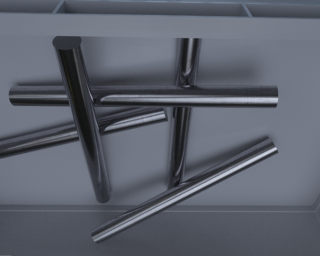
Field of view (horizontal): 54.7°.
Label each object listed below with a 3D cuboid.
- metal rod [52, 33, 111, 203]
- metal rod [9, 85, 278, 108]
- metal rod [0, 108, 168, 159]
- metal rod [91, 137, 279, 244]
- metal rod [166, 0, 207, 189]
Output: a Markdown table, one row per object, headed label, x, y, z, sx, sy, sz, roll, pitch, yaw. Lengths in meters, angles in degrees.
| label | x | y | z | sx | sy | sz | roll | pitch | yaw |
| --- | --- | --- | --- | --- | --- | --- | --- | --- | --- |
| metal rod | -0.087 | 0.017 | 0.387 | 0.025 | 0.025 | 0.298 | 1 | 141 | -2 |
| metal rod | -0.026 | -0.036 | 0.353 | 0.302 | 0.025 | 0.025 | 1 | 131 | 8 |
| metal rod | -0.138 | 0.012 | 0.416 | 0.301 | 0.025 | 0.025 | -13 | 129 | 10 |
| metal rod | 0.030 | 0.096 | 0.458 | 0.300 | 0.025 | 0.025 | -29 | 125 | 10 |
| metal rod | 0.028 | -0.010 | 0.401 | 0.025 | 0.025 | 0.298 | 1 | 130 | -2 |
